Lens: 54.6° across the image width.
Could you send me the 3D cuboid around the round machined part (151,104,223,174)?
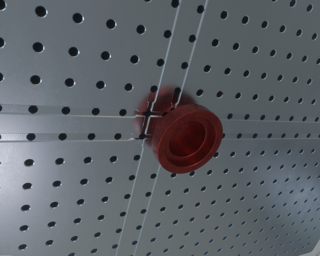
[{"bbox_3d":[0.033,0.011,0.424,0.099,0.042,0.097,-14,124,-21],"label":"round machined part"}]
